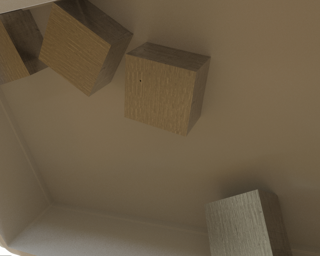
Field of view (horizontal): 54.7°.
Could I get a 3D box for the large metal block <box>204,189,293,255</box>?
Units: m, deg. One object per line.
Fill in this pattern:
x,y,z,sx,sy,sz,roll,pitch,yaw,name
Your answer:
0.108,0.130,0.388,0.080,0.080,0.050,-28,145,37,large metal block

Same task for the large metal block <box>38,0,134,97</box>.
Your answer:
-0.092,-0.100,0.379,0.080,0.050,0.080,37,129,3,large metal block

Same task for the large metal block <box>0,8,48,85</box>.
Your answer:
-0.208,-0.111,0.434,0.080,0.050,0.080,-8,115,32,large metal block

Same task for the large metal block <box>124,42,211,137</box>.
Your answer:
0.007,-0.046,0.360,0.080,0.050,0.079,18,126,18,large metal block
